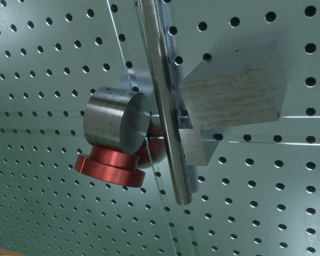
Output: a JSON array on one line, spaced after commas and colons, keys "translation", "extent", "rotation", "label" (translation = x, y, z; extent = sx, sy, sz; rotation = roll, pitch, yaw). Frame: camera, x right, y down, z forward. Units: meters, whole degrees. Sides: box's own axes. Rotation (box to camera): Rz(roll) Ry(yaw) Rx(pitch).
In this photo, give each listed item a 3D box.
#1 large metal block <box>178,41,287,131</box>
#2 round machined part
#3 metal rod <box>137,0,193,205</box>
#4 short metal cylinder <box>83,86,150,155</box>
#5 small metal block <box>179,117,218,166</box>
[{"translation": [0.076, -0.042, 0.309], "extent": [0.080, 0.080, 0.050], "rotation": [-7, 115, 31], "label": "large metal block"}, {"translation": [-0.067, 0.050, 0.442], "extent": [0.098, 0.098, 0.042], "rotation": [15, 85, 19], "label": "round machined part"}, {"translation": [0.010, -0.025, 0.389], "extent": [0.025, 0.025, 0.298], "rotation": [3, 120, 26], "label": "metal rod"}, {"translation": [-0.053, -0.010, 0.396], "extent": [0.050, 0.080, 0.079], "rotation": [12, 124, 21], "label": "short metal cylinder"}, {"translation": [0.048, 0.011, 0.375], "extent": [0.025, 0.050, 0.050], "rotation": [-1, 118, 28], "label": "small metal block"}]
